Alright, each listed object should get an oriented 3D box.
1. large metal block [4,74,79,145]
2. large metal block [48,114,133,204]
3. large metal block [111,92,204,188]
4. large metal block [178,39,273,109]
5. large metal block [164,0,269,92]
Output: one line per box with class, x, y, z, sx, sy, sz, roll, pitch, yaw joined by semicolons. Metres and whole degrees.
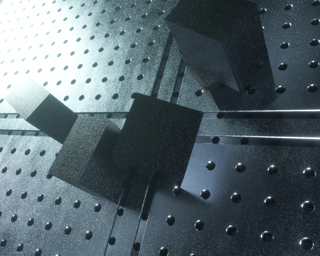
large metal block;-0.178;-0.028;0.481;0.080;0.080;0.050;33;80;38
large metal block;-0.077;0.040;0.387;0.050;0.080;0.080;10;67;32
large metal block;-0.001;0.015;0.363;0.080;0.050;0.080;17;68;6
large metal block;0.083;-0.085;0.400;0.080;0.050;0.080;-34;52;5
large metal block;0.063;-0.095;0.334;0.050;0.080;0.080;-48;52;-5
